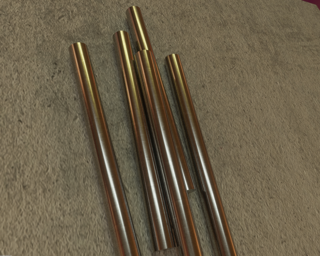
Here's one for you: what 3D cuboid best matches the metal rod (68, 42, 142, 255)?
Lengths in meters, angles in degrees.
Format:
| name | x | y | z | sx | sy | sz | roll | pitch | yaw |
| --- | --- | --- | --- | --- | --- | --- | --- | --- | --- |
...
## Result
| name | x | y | z | sx | sy | sz | roll | pitch | yaw |
| --- | --- | --- | --- | --- | --- | --- | --- | --- | --- |
| metal rod | -0.065 | 0.026 | 0.353 | 0.025 | 0.025 | 0.299 | -4 | 64 | -31 |

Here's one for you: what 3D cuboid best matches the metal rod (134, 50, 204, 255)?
| name | x | y | z | sx | sy | sz | roll | pitch | yaw |
| --- | --- | --- | --- | --- | --- | --- | --- | --- | --- |
| metal rod | 0.009 | 0.034 | 0.369 | 0.025 | 0.025 | 0.299 | 0 | 64 | -29 |

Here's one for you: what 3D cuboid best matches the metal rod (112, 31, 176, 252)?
| name | x | y | z | sx | sy | sz | roll | pitch | yaw |
| --- | --- | --- | --- | --- | --- | --- | --- | --- | --- |
| metal rod | -0.026 | -0.002 | 0.392 | 0.025 | 0.025 | 0.299 | 1 | 61 | -28 |

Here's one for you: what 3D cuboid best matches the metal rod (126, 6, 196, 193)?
| name | x | y | z | sx | sy | sz | roll | pitch | yaw |
| --- | --- | --- | --- | --- | --- | --- | --- | --- | --- |
| metal rod | -0.006 | -0.054 | 0.435 | 0.025 | 0.025 | 0.299 | -1 | 62 | -29 |

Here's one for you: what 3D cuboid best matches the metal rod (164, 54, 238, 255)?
| name | x | y | z | sx | sy | sz | roll | pitch | yaw |
| --- | --- | --- | --- | --- | --- | --- | --- | --- | --- |
| metal rod | 0.049 | 0.025 | 0.416 | 0.025 | 0.025 | 0.299 | 2 | 61 | -28 |
